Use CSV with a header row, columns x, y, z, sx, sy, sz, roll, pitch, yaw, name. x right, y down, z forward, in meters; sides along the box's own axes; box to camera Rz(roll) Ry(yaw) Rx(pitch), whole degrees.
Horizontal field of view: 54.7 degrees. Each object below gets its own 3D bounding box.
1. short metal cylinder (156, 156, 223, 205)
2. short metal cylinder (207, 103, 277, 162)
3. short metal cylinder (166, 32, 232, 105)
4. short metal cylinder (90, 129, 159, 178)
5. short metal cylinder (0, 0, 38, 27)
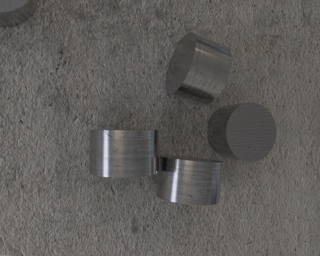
x,y,z,sx,sy,sz,roll,pitch,yaw,name
0.037,0.064,0.393,0.081,0.080,0.050,6,88,-20,short metal cylinder
0.115,0.005,0.438,0.081,0.050,0.080,0,90,-20,short metal cylinder
0.048,-0.075,0.397,0.050,0.080,0.080,16,85,-19,short metal cylinder
-0.042,0.027,0.364,0.081,0.080,0.050,0,90,-20,short metal cylinder
-0.174,-0.155,0.331,0.081,0.050,0.080,0,90,-20,short metal cylinder
